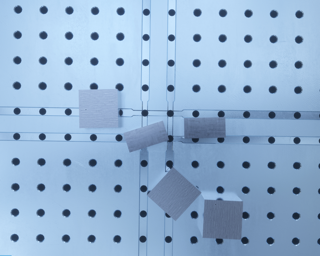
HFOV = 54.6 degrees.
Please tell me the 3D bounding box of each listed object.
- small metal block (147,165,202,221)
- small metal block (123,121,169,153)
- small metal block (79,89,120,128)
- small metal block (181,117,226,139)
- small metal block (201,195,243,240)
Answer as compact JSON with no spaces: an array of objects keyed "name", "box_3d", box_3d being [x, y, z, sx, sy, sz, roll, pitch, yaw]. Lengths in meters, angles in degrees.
[{"name":"small metal block","box_3d":[0.018,0.085,0.414,0.050,0.025,0.050,42,90,0]},{"name":"small metal block","box_3d":[-0.017,0.010,0.401,0.050,0.050,0.025,-18,90,0]},{"name":"small metal block","box_3d":[-0.079,-0.025,0.413,0.050,0.025,0.050,-1,90,0]},{"name":"small metal block","box_3d":[0.055,0.000,0.401,0.050,0.050,0.025,-1,90,0]},{"name":"small metal block","box_3d":[0.082,0.119,0.414,0.050,0.025,0.050,3,90,0]}]
